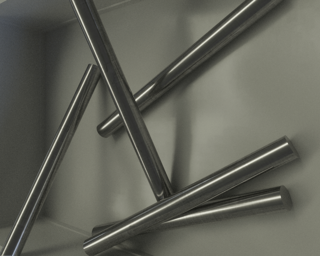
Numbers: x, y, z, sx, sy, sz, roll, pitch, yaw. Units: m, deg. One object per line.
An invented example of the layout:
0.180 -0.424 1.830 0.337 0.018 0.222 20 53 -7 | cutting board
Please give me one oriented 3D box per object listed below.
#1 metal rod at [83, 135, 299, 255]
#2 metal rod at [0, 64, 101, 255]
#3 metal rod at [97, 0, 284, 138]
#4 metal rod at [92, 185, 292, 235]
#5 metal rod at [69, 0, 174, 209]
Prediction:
0.016 0.092 0.366 0.299 0.025 0.025 -33 69 26 | metal rod
-0.153 0.041 0.454 0.025 0.025 0.299 9 71 39 | metal rod
0.015 -0.067 0.392 0.299 0.025 0.025 -35 69 34 | metal rod
0.014 0.116 0.393 0.299 0.025 0.025 -24 75 37 | metal rod
-0.046 -0.039 0.373 0.025 0.025 0.299 -15 102 39 | metal rod
